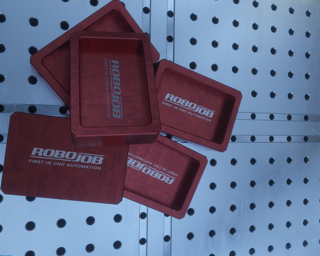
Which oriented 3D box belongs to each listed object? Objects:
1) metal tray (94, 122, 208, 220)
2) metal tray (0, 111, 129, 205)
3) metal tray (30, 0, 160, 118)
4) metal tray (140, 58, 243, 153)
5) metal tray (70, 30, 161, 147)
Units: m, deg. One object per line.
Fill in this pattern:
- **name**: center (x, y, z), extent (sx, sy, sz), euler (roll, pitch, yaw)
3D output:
- **metal tray**: center (-0.012, 0.053, 0.404), extent (0.131, 0.030, 0.090), euler (27, 82, -18)
- **metal tray**: center (-0.103, 0.034, 0.354), extent (0.131, 0.030, 0.090), euler (7, 88, -6)
- **metal tray**: center (-0.077, -0.083, 0.380), extent (0.130, 0.030, 0.090), euler (-41, 102, -15)
- **metal tray**: center (0.041, -0.028, 0.423), extent (0.131, 0.030, 0.090), euler (19, 84, -19)
- **metal tray**: center (-0.052, -0.046, 0.345), extent (0.091, 0.030, 0.130), euler (-2, 67, -13)
